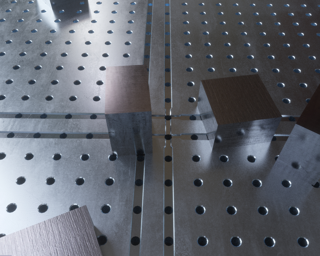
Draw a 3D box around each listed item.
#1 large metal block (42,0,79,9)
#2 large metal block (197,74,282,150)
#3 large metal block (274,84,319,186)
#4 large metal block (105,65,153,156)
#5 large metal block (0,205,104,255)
[{"bbox_3d":[-0.209,-0.297,0.638,0.081,0.050,0.080,-31,57,-24],"label":"large metal block"},{"bbox_3d":[0.101,-0.023,0.412,0.081,0.050,0.080,-7,51,-7],"label":"large metal block"},{"bbox_3d":[0.187,0.008,0.368,0.050,0.080,0.080,30,56,22],"label":"large metal block"},{"bbox_3d":[-0.038,-0.022,0.390,0.050,0.080,0.080,-4,50,-4],"label":"large metal block"},{"bbox_3d":[-0.091,0.130,0.281,0.081,0.050,0.080,-19,53,-16],"label":"large metal block"}]
